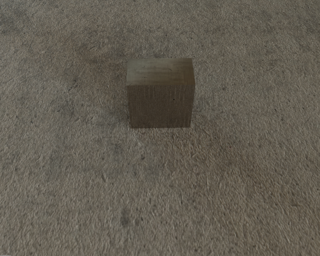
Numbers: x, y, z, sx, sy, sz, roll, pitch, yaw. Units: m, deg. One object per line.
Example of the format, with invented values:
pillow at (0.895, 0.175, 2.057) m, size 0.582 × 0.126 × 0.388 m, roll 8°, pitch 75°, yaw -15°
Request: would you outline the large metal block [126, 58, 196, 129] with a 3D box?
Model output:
large metal block at (0.000, -0.044, 0.406) m, size 0.081 × 0.080 × 0.050 m, roll -1°, pitch 50°, yaw -1°
